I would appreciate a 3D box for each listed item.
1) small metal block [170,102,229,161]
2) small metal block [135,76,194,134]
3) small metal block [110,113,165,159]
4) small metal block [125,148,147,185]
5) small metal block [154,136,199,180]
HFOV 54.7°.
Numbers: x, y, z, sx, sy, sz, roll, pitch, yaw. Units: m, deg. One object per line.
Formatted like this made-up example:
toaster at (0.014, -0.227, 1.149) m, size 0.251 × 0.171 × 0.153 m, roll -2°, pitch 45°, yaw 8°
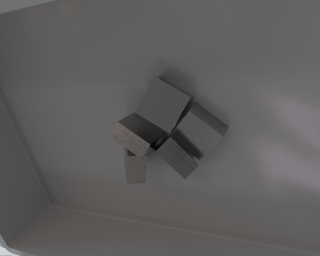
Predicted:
small metal block at (0.048, 0.005, 0.386) m, size 0.050 × 0.025 × 0.050 m, roll 38°, pitch 129°, yaw 2°
small metal block at (0.006, -0.029, 0.376) m, size 0.050 × 0.025 × 0.050 m, roll 31°, pitch 105°, yaw 8°
small metal block at (-0.029, 0.008, 0.409) m, size 0.050 × 0.050 × 0.025 m, roll 35°, pitch 117°, yaw 8°
small metal block at (-0.035, 0.043, 0.434) m, size 0.025 × 0.050 × 0.050 m, roll -3°, pitch 124°, yaw -11°
small metal block at (0.019, 0.037, 0.403) m, size 0.050 × 0.050 × 0.025 m, roll 45°, pitch 86°, yaw -4°
